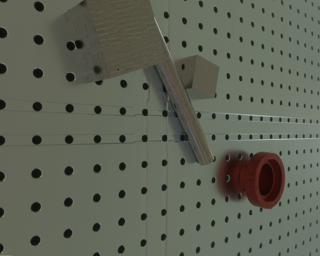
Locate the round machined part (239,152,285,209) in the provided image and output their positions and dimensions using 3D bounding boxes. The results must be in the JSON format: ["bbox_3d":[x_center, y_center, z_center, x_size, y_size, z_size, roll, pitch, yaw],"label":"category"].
[{"bbox_3d":[0.178,0.091,0.551,0.099,0.042,0.097,0,90,-40],"label":"round machined part"}]

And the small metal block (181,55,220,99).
[{"bbox_3d":[0.060,-0.074,0.461,0.050,0.025,0.050,17,79,-39],"label":"small metal block"}]

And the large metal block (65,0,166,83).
[{"bbox_3d":[-0.048,-0.103,0.354,0.081,0.050,0.080,-26,107,-37],"label":"large metal block"}]

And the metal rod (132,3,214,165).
[{"bbox_3d":[0.011,-0.077,0.419,0.025,0.025,0.299,-39,114,-33],"label":"metal rod"}]
